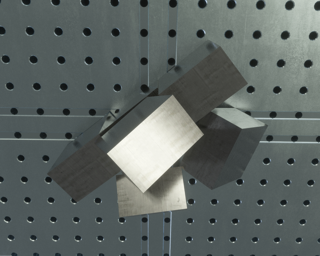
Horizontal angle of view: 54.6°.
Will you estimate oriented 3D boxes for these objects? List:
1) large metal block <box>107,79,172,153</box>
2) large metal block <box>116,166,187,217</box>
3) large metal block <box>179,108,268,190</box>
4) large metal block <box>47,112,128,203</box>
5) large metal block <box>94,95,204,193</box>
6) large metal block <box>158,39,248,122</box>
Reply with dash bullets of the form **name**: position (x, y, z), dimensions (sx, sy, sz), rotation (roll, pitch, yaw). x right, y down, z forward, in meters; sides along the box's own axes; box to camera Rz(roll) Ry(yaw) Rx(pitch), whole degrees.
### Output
- **large metal block**: position (-0.009, -0.003, 0.400), dimensions (0.080, 0.050, 0.080), rotation (-37, 106, 12)
- **large metal block**: position (-0.007, 0.087, 0.408), dimensions (0.080, 0.080, 0.050), rotation (-8, 74, 3)
- **large metal block**: position (0.080, 0.022, 0.385), dimensions (0.050, 0.081, 0.080), rotation (34, 113, 32)
- **large metal block**: position (-0.084, 0.034, 0.395), dimensions (0.080, 0.080, 0.050), rotation (-36, 106, 12)
- **large metal block**: position (-0.015, 0.012, 0.321), dimensions (0.080, 0.080, 0.050), rotation (-43, 106, -12)
- **large metal block**: position (0.045, -0.055, 0.364), dimensions (0.080, 0.080, 0.050), rotation (-37, 106, 12)
